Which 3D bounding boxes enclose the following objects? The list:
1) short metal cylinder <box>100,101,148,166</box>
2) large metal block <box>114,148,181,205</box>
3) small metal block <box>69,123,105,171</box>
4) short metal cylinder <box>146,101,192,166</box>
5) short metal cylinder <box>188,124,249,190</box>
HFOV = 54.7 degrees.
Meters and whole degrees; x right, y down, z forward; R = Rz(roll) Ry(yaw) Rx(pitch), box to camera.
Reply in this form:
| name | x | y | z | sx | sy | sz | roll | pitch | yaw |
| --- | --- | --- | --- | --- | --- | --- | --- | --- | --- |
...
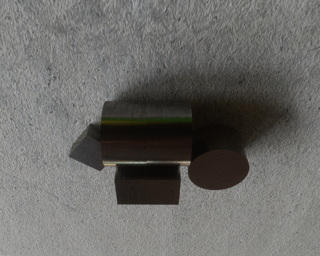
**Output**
| name | x | y | z | sx | sy | sz | roll | pitch | yaw |
| --- | --- | --- | --- | --- | --- | --- | --- | --- | --- |
| short metal cylinder | -0.040 | 0.007 | 0.379 | 0.050 | 0.080 | 0.079 | 1 | 130 | -1 |
| large metal block | -0.015 | 0.056 | 0.421 | 0.081 | 0.080 | 0.050 | 1 | 130 | -1 |
| small metal block | -0.090 | 0.028 | 0.432 | 0.050 | 0.025 | 0.050 | 30 | 124 | -24 |
| short metal cylinder | 0.010 | 0.006 | 0.379 | 0.050 | 0.080 | 0.079 | 1 | 130 | -1 |
| short metal cylinder | 0.077 | 0.041 | 0.427 | 0.081 | 0.050 | 0.079 | 0 | 130 | 0 |
